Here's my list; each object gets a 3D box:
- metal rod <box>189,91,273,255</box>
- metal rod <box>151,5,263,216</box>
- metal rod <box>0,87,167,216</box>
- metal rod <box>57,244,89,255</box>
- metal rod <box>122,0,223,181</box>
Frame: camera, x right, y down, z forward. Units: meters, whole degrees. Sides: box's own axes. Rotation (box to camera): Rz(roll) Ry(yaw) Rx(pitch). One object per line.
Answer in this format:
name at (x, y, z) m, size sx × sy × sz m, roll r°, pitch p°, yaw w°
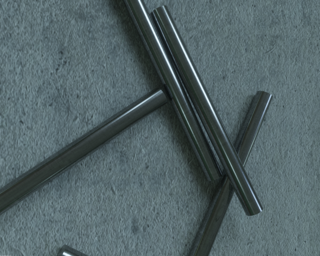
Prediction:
metal rod at (0.096, 0.084, 0.444) m, size 0.025 × 0.025 × 0.299 m, roll 27°, pitch 81°, yaw -18°
metal rod at (0.064, -0.021, 0.415) m, size 0.025 × 0.025 × 0.299 m, roll -27°, pitch 93°, yaw -18°
metal rod at (-0.116, 0.040, 0.365) m, size 0.301 × 0.025 × 0.025 m, roll -35°, pitch 102°, yaw -17°
metal rod at (0.001, 0.230, 0.409) m, size 0.301 × 0.025 × 0.025 m, roll 34°, pitch 79°, yaw -17°
metal rod at (0.013, -0.065, 0.413) m, size 0.025 × 0.025 × 0.299 m, roll -29°, pitch 100°, yaw -18°
